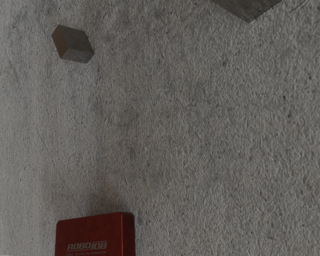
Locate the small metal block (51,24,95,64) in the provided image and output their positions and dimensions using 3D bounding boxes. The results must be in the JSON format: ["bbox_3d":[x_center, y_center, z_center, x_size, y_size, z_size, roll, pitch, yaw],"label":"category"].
[{"bbox_3d":[-0.142,-0.136,0.506,0.025,0.050,0.050,-39,66,33],"label":"small metal block"}]

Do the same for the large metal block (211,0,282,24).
[{"bbox_3d":[0.077,-0.161,0.306,0.050,0.081,0.080,-30,71,36],"label":"large metal block"}]

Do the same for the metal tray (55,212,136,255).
[{"bbox_3d":[-0.097,0.176,0.453,0.130,0.030,0.090,-16,65,28],"label":"metal tray"}]

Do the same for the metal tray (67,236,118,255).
[{"bbox_3d":[-0.109,0.249,0.492,0.090,0.030,0.129,2,91,40],"label":"metal tray"}]
